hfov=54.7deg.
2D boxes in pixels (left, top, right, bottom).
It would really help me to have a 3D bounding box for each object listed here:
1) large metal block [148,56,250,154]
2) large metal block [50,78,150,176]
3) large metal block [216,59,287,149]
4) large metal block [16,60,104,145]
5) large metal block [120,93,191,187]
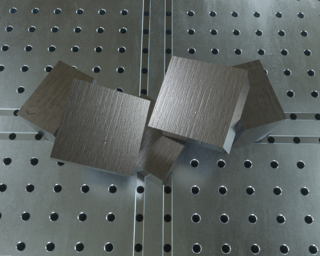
[{"bbox_3d":[0.044,-0.024,0.334,0.080,0.050,0.080,16,83,21],"label":"large metal block"},{"bbox_3d":[-0.064,0.003,0.327,0.081,0.050,0.080,16,77,-17],"label":"large metal block"},{"bbox_3d":[0.106,-0.027,0.393,0.050,0.080,0.080,-15,71,-6],"label":"large metal block"},{"bbox_3d":[-0.118,-0.023,0.389,0.050,0.080,0.080,28,72,9],"label":"large metal block"},{"bbox_3d":[-0.010,0.016,0.392,0.080,0.050,0.080,31,73,10],"label":"large metal block"}]
